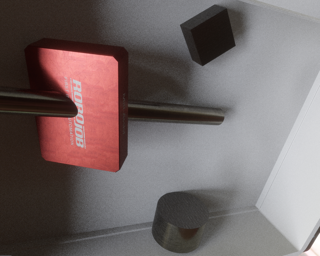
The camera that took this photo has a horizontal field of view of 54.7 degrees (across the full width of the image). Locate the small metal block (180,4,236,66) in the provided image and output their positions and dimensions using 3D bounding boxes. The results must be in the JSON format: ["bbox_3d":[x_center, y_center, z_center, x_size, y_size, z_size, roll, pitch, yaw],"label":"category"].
[{"bbox_3d":[0.059,-0.112,0.373,0.050,0.025,0.050,-33,129,-7],"label":"small metal block"}]

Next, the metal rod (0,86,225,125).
[{"bbox_3d":[-0.035,-0.021,0.353,0.302,0.025,0.025,2,118,-38],"label":"metal rod"}]

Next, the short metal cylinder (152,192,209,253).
[{"bbox_3d":[0.031,0.145,0.482,0.081,0.080,0.050,-4,120,-27],"label":"short metal cylinder"}]

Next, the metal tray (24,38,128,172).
[{"bbox_3d":[-0.081,-0.020,0.319,0.090,0.030,0.129,8,120,8],"label":"metal tray"}]
